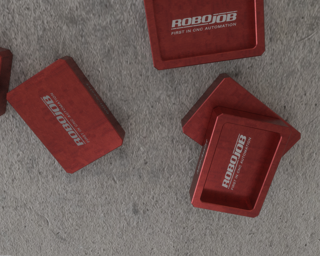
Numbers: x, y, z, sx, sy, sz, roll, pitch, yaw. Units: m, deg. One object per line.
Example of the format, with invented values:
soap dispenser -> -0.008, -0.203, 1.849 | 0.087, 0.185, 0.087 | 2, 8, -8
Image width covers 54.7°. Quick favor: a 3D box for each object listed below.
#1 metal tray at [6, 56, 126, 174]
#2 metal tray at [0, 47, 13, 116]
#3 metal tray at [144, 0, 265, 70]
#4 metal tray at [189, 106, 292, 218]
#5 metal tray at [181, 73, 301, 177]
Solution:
metal tray -> -0.117, -0.015, 0.401 | 0.090, 0.030, 0.130 | -30, 108, 10
metal tray -> -0.257, -0.068, 0.379 | 0.131, 0.030, 0.089 | 15, 109, -6
metal tray -> 0.052, -0.123, 0.362 | 0.131, 0.030, 0.089 | -8, 110, 2
metal tray -> 0.097, 0.045, 0.391 | 0.091, 0.030, 0.129 | 12, 110, -5
metal tray -> 0.105, 0.002, 0.409 | 0.130, 0.030, 0.090 | 35, 106, -12
